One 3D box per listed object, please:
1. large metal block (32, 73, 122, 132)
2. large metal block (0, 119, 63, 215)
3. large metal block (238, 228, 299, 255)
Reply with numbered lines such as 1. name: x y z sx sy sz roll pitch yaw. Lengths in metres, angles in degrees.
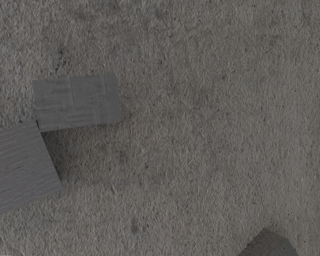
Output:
1. large metal block: -0.094 -0.027 0.345 0.081 0.080 0.050 -9 93 -20
2. large metal block: -0.161 0.042 0.336 0.081 0.050 0.080 -22 98 -19
3. large metal block: 0.164 0.211 0.456 0.080 0.050 0.080 -39 103 -16
